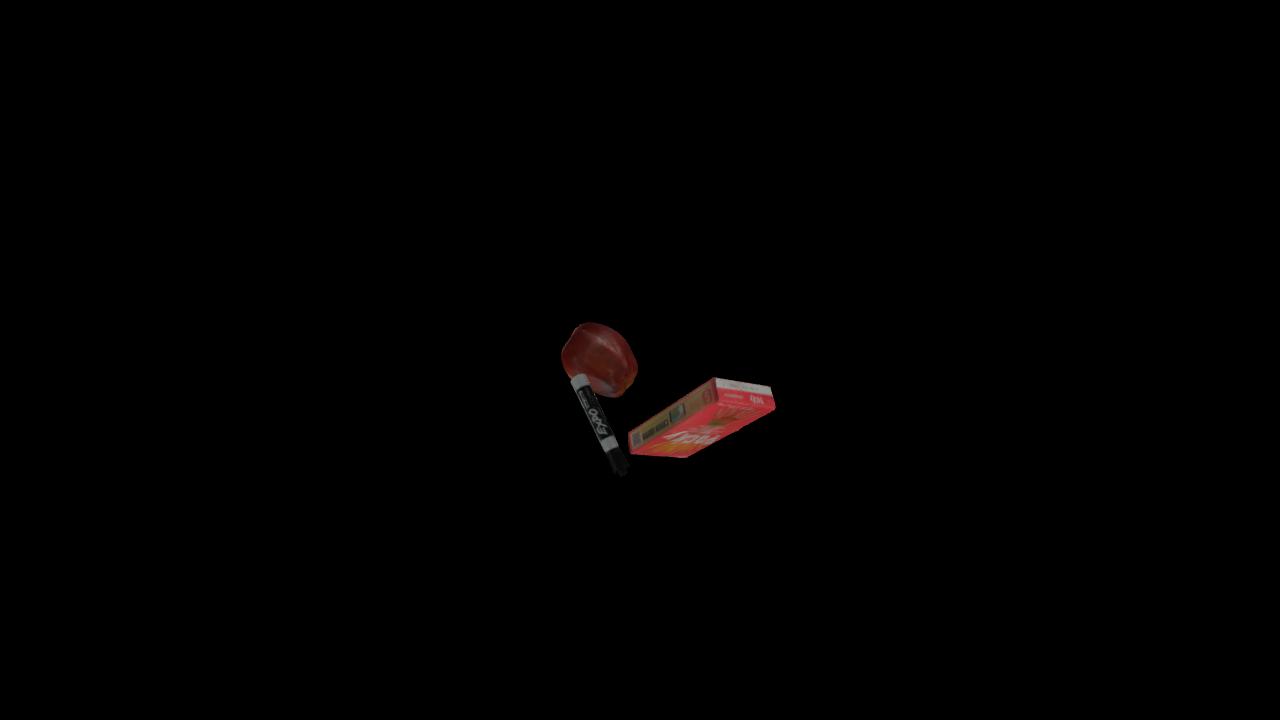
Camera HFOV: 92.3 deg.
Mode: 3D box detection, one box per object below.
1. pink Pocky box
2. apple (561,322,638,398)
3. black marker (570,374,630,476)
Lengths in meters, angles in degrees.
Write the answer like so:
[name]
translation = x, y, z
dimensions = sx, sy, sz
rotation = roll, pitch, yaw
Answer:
[pink Pocky box]
translation = 0.063, 0.067, 0.667
dimensions = 0.084, 0.029, 0.155
rotation = 11, -33, -35
[apple]
translation = -0.047, 0.000, 0.714
dimensions = 0.093, 0.079, 0.079
rotation = 37, 12, 16
[black marker]
translation = -0.043, 0.069, 0.662
dimensions = 0.020, 0.121, 0.020
rotation = -24, -22, -10
